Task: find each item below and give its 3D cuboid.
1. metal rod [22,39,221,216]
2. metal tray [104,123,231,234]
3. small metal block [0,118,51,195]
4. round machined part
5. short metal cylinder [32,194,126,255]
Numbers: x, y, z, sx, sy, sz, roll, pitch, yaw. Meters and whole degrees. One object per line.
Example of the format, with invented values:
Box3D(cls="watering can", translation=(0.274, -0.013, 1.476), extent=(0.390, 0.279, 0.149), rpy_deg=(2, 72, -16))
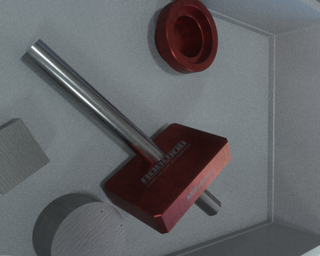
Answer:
Box3D(cls="metal rod", translation=(-0.025, 0.016, 0.361), extent=(0.300, 0.025, 0.025), rpy_deg=(43, 64, -25))
Box3D(cls="metal tray", translation=(0.011, 0.051, 0.367), extent=(0.131, 0.090, 0.030), rpy_deg=(-42, 131, -31))
Box3D(cls="small metal block", translation=(-0.142, 0.025, 0.289), extent=(0.050, 0.025, 0.050), rpy_deg=(-41, 115, -33))
Box3D(cls="round machined part", translation=(0.032, -0.123, 0.424), extent=(0.099, 0.042, 0.097), rpy_deg=(0, 90, -40))
Box3D(cls="short metal cylinder", translation=(-0.083, 0.113, 0.322), extent=(0.081, 0.050, 0.079), rpy_deg=(0, 90, -40))
